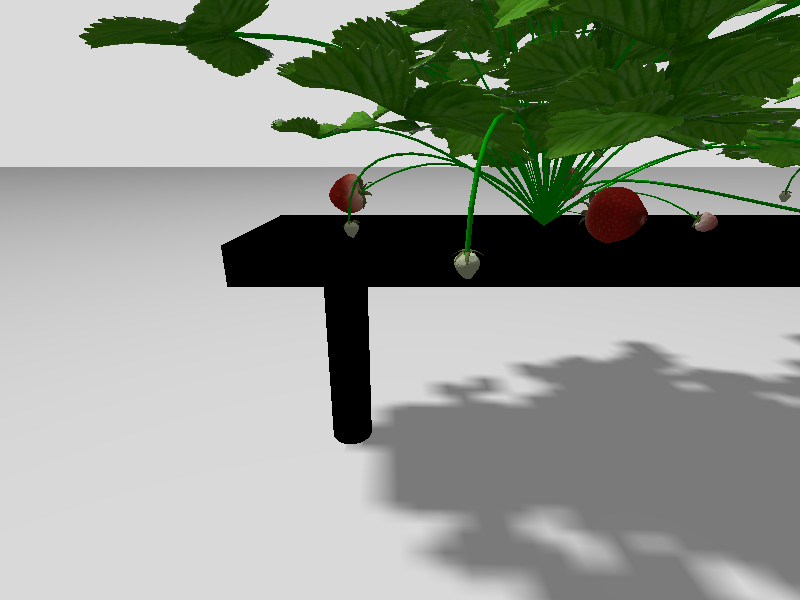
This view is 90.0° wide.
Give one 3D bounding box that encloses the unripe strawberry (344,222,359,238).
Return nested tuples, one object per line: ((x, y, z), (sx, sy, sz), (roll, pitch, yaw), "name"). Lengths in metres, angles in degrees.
((-0.035, -0.051, 0.292), (0.011, 0.012, 0.011), (-7, 21, -18), "unripe strawberry")

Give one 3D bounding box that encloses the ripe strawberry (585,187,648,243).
((0.152, -0.058, 0.278), (0.037, 0.039, 0.040), (-7, 22, -20), "ripe strawberry")

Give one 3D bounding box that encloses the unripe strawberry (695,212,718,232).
((0.239, -0.060, 0.311), (0.014, 0.015, 0.013), (20, 24, 11), "unripe strawberry")

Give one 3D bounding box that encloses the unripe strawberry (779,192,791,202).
((0.439, -0.118, 0.457), (0.010, 0.011, 0.011), (17, 26, 39), "unripe strawberry")

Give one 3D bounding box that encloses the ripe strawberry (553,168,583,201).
((0.220, -0.151, 0.524), (0.036, 0.041, 0.040), (9, 21, 24), "ripe strawberry")

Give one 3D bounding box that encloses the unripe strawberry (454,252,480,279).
((0.028, -0.014, 0.165), (0.010, 0.011, 0.011), (10, 22, 25), "unripe strawberry")

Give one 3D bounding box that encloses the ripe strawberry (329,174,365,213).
((-0.054, -0.109, 0.411), (0.037, 0.038, 0.034), (-3, 17, 24), "ripe strawberry")
